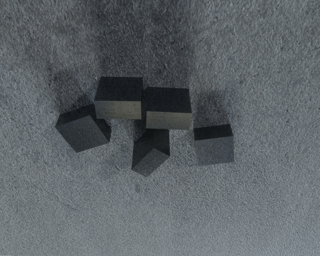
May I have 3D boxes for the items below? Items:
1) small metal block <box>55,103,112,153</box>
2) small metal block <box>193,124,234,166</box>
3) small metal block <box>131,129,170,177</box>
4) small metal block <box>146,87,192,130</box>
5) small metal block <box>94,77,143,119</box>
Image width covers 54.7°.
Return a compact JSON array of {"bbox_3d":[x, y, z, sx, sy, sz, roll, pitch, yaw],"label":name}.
[{"bbox_3d":[-0.099,0.001,0.407,0.050,0.025,0.050,-18,128,14],"label":"small metal block"},{"bbox_3d":[0.075,0.024,0.428,0.050,0.025,0.050,-8,130,6],"label":"small metal block"},{"bbox_3d":[-0.012,0.029,0.415,0.025,0.050,0.050,30,124,-23],"label":"small metal block"},{"bbox_3d":[0.010,-0.024,0.370,0.050,0.050,0.025,3,130,-3],"label":"small metal block"},{"bbox_3d":[-0.046,-0.036,0.360,0.050,0.050,0.025,1,130,-1],"label":"small metal block"}]
